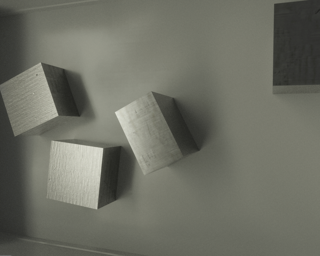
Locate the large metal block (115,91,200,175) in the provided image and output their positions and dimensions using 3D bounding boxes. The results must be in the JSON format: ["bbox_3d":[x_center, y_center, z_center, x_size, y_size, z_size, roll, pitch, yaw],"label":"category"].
[{"bbox_3d":[0.000,0.006,0.381,0.050,0.080,0.080,-29,81,17],"label":"large metal block"}]

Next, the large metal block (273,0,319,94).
[{"bbox_3d":[0.147,-0.080,0.329,0.050,0.080,0.079,1,90,20],"label":"large metal block"}]

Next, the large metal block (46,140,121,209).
[{"bbox_3d":[-0.106,0.061,0.433,0.080,0.050,0.079,7,92,19],"label":"large metal block"}]

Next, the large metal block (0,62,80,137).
[{"bbox_3d":[-0.178,-0.039,0.458,0.080,0.050,0.080,-23,83,18],"label":"large metal block"}]
